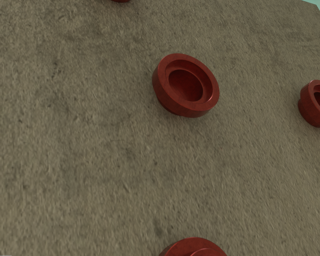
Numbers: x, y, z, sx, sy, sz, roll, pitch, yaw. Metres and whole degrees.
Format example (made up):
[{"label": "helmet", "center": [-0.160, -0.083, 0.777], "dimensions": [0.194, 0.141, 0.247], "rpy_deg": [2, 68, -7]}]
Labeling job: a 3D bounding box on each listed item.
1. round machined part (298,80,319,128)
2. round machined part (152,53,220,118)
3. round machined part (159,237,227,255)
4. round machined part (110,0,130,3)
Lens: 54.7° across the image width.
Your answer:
[{"label": "round machined part", "center": [0.301, -0.039, 0.583], "dimensions": [0.099, 0.042, 0.098], "rpy_deg": [14, 56, -21]}, {"label": "round machined part", "center": [0.033, -0.056, 0.447], "dimensions": [0.099, 0.042, 0.098], "rpy_deg": [14, 56, -21]}, {"label": "round machined part", "center": [0.042, 0.163, 0.318], "dimensions": [0.099, 0.042, 0.098], "rpy_deg": [14, 56, -21]}, {"label": "round machined part", "center": [-0.069, -0.246, 0.507], "dimensions": [0.099, 0.042, 0.098], "rpy_deg": [14, 56, -21]}]
